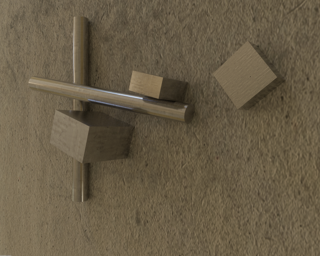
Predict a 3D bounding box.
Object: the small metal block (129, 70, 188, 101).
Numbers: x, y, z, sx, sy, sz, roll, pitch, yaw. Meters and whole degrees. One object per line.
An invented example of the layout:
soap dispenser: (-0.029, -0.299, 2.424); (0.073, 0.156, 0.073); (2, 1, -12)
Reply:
small metal block: (-0.002, -0.052, 0.388); (0.050, 0.050, 0.025); (20, 103, 38)

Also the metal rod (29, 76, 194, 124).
metal rod: (-0.089, -0.047, 0.452); (0.300, 0.025, 0.025); (13, 99, 31)

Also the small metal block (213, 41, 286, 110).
small metal block: (0.093, -0.054, 0.327); (0.050, 0.025, 0.050); (-43, 64, 31)

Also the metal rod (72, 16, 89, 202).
metal rod: (-0.131, -0.030, 0.509); (0.025, 0.025, 0.298); (0, 90, 39)

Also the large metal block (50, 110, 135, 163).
large metal block: (-0.098, 0.010, 0.447); (0.080, 0.081, 0.050); (22, 104, 37)
